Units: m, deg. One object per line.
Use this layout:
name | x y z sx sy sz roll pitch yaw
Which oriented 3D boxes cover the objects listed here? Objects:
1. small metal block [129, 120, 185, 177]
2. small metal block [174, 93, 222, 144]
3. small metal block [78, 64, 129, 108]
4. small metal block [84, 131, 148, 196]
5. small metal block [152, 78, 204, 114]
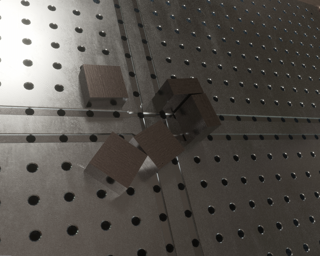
small metal block | -0.005 0.025 0.392 0.050 0.025 0.050 -33 80 -38
small metal block | 0.051 -0.013 0.429 0.025 0.050 0.050 -11 68 -33
small metal block | -0.074 -0.054 0.402 0.050 0.025 0.050 -3 63 -30
small metal block | -0.050 0.041 0.357 0.050 0.025 0.050 35 51 -5
small metal block | 0.024 -0.045 0.434 0.050 0.050 0.025 -8 66 -32
